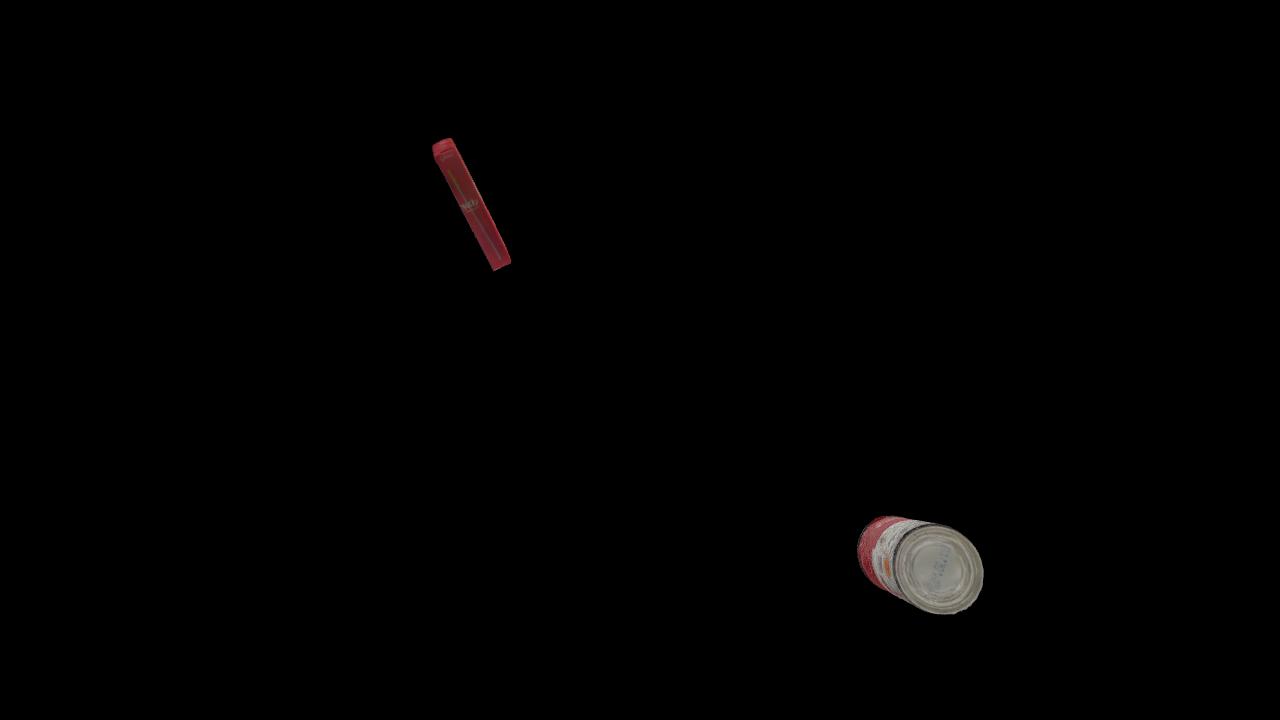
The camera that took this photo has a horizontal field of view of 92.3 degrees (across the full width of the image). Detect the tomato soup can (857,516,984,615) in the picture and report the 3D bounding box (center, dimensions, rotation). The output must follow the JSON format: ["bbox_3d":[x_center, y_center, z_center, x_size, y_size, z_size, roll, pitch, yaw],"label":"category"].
[{"bbox_3d":[0.226,0.165,0.506,0.068,0.068,0.101,0,-11,5],"label":"tomato soup can"}]

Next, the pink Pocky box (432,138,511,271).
[{"bbox_3d":[-0.210,-0.195,0.770,0.029,0.155,0.084,-26,32,-6],"label":"pink Pocky box"}]
